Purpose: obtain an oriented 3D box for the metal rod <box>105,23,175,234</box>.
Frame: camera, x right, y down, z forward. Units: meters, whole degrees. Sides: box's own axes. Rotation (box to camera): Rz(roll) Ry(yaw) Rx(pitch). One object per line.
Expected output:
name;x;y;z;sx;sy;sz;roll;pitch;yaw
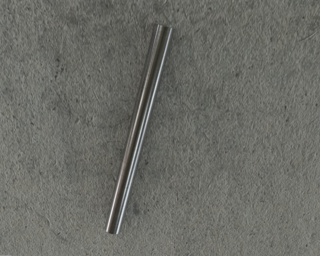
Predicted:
metal rod;-0.032;0.015;0.414;0.025;0.025;0.298;14;110;-5
